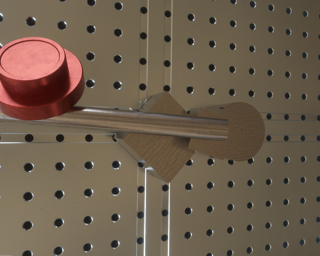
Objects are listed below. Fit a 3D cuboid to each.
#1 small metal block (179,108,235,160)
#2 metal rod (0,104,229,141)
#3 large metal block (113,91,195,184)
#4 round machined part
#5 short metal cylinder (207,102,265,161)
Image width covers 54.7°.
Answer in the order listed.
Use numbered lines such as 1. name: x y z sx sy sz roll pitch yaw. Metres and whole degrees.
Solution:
1. small metal block: 0.058 0.007 0.380 0.050 0.025 0.050 20 83 -19
2. metal rod: -0.076 -0.011 0.339 0.302 0.025 0.025 5 88 -4
3. large metal block: 0.001 0.011 0.398 0.080 0.050 0.080 46 76 -15
4. round machined part: -0.132 -0.059 0.327 0.099 0.042 0.098 3 52 -4
5. short metal cylinder: 0.099 0.005 0.437 0.081 0.050 0.079 0 90 -21
